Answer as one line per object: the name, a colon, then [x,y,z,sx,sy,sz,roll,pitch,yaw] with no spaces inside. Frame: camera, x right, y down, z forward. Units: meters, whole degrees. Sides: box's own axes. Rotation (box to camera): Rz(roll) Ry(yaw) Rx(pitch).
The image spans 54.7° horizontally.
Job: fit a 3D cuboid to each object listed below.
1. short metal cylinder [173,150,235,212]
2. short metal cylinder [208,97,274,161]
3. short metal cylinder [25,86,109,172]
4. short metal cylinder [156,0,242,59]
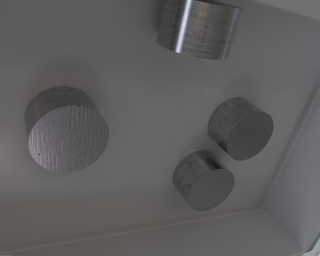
short metal cylinder: [0.067,0.082,0.479,0.081,0.050,0.079,-14,124,-21]
short metal cylinder: [0.118,0.001,0.457,0.081,0.050,0.079,-14,124,-21]
short metal cylinder: [-0.102,0.001,0.337,0.081,0.050,0.079,-14,124,-21]
short metal cylinder: [0.040,-0.109,0.327,0.081,0.080,0.050,-3,120,-27]
